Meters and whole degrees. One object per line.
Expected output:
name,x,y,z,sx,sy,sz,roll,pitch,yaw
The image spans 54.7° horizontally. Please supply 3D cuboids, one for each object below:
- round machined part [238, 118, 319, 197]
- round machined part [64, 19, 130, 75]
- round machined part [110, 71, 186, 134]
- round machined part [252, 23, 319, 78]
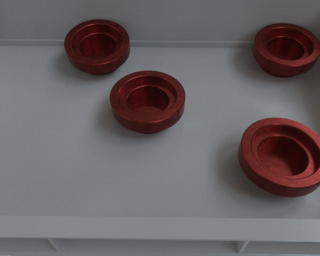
round machined part,0.141,0.037,0.363,0.099,0.042,0.098,0,50,0
round machined part,-0.096,-0.122,0.490,0.099,0.042,0.098,1,59,-1
round machined part,-0.016,-0.030,0.419,0.099,0.042,0.098,0,50,0
round machined part,0.196,-0.118,0.490,0.099,0.042,0.098,-1,56,1
